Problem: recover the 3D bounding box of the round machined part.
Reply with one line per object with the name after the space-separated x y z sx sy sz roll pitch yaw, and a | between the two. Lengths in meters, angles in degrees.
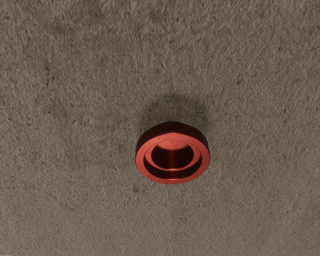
0.017 0.030 0.422 0.099 0.042 0.097 -1 130 0 | round machined part
